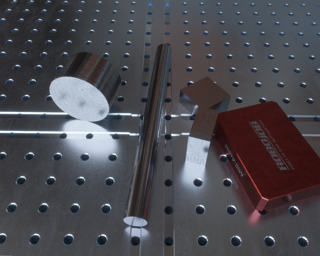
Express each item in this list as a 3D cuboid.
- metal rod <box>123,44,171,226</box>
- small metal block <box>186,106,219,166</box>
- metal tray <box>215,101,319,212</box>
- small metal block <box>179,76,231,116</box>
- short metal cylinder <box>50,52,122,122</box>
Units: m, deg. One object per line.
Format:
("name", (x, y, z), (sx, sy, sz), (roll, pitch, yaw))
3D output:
("metal rod", (-0.009, -0.016, 0.420), (0.025, 0.025, 0.300), (5, 50, 4))
("small metal block", (0.052, 0.010, 0.384), (0.025, 0.050, 0.050), (14, 51, 11))
("metal tray", (0.132, 0.029, 0.382), (0.091, 0.030, 0.130), (-13, 51, -11))
("small metal block", (0.064, -0.042, 0.443), (0.050, 0.025, 0.050), (-28, 56, -22))
("short metal cylinder", (-0.098, -0.054, 0.416), (0.080, 0.080, 0.050), (11, 51, 8))
